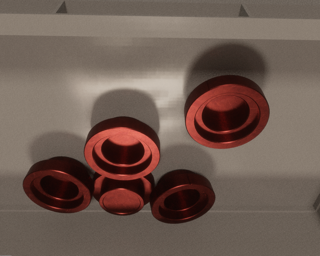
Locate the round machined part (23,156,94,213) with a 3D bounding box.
[{"bbox_3d":[-0.146,0.080,0.460,0.099,0.042,0.097,3,130,4],"label":"round machined part"}]

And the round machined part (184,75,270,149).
[{"bbox_3d":[0.079,-0.023,0.379,0.099,0.042,0.097,-1,130,0],"label":"round machined part"}]

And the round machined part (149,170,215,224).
[{"bbox_3d":[0.032,0.102,0.478,0.099,0.042,0.097,-7,132,-8],"label":"round machined part"}]

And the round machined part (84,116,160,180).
[{"bbox_3d":[-0.049,0.023,0.417,0.099,0.042,0.097,-1,130,0],"label":"round machined part"}]

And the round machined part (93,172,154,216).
[{"bbox_3d":[-0.058,0.100,0.482,0.099,0.042,0.097,-1,130,0],"label":"round machined part"}]
